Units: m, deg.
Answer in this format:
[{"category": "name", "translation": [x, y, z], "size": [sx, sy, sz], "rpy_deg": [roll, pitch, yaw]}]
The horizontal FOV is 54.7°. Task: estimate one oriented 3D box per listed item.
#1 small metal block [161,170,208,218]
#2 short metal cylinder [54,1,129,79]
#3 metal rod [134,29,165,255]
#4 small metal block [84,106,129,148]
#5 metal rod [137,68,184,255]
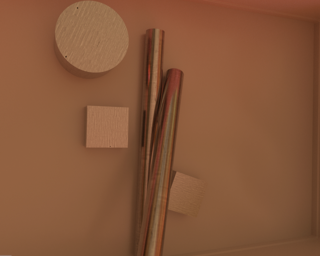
[{"category": "small metal block", "translation": [0.031, 0.089, 0.424], "size": [0.050, 0.025, 0.050], "rpy_deg": [22, 83, -19]}, {"category": "short metal cylinder", "translation": [-0.083, -0.102, 0.367], "size": [0.081, 0.050, 0.079], "rpy_deg": [0, 90, -21]}, {"category": "metal rod", "translation": [-0.014, 0.022, 0.406], "size": [0.025, 0.025, 0.298], "rpy_deg": [3, 89, -20]}, {"category": "small metal block", "translation": [-0.067, -0.001, 0.386], "size": [0.050, 0.025, 0.050], "rpy_deg": [2, 90, -21]}, {"category": "metal rod", "translation": [0.001, 0.056, 0.347], "size": [0.025, 0.025, 0.300], "rpy_deg": [20, 59, -19]}]
